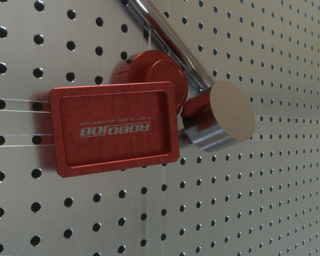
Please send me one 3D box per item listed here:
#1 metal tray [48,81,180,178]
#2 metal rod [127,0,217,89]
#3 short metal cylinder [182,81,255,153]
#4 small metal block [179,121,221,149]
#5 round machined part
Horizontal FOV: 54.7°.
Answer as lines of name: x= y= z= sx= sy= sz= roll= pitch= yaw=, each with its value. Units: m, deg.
metal tray: x=-0.047 y=-0.001 z=0.336 sx=0.131 sy=0.030 sz=0.089 roll=-6 pitch=95 yaw=-18
metal rod: x=0.019 y=-0.119 z=0.426 sx=0.300 sy=0.025 sz=0.025 roll=44 pitch=64 yaw=-32
short metal cylinder: x=0.075 y=-0.014 z=0.396 sx=0.081 sy=0.050 sz=0.080 roll=18 pitch=60 yaw=-33
small metal block: x=0.059 y=0.008 z=0.442 sx=0.050 sy=0.050 sz=0.025 roll=-4 pitch=73 yaw=-40
round machined part: x=-0.002 y=-0.052 z=0.398 sx=0.099 sy=0.042 sz=0.097 roll=0 pitch=90 yaw=-40
